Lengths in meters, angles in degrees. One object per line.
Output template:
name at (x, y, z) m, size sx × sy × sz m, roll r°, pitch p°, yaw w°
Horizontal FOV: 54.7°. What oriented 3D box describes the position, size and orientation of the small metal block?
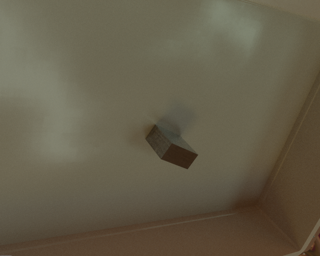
small metal block at (0.015, 0.025, 0.418) m, size 0.050 × 0.050 × 0.025 m, roll 25°, pitch 105°, yaw -37°
